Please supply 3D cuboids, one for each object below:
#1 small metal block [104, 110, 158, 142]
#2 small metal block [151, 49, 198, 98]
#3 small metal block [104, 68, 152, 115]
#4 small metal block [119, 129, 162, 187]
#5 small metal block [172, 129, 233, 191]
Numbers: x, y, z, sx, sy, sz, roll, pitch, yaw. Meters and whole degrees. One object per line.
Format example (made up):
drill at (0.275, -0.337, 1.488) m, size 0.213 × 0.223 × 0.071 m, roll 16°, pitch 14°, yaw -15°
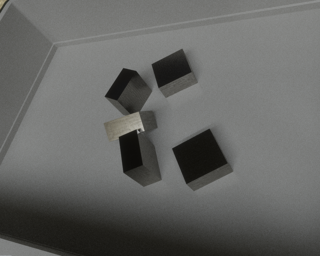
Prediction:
small metal block at (-0.037, -0.003, 0.408) m, size 0.050 × 0.050 × 0.025 m, roll -17°, pitch 89°, yaw 18°
small metal block at (0.020, -0.078, 0.443) m, size 0.050 × 0.025 × 0.050 m, roll -25°, pitch 53°, yaw 13°
small metal block at (-0.044, -0.049, 0.443) m, size 0.025 × 0.050 × 0.050 m, roll 19°, pitch 72°, yaw 35°
small metal block at (-0.024, 0.038, 0.379) m, size 0.025 × 0.050 × 0.050 m, roll -23°, pitch 53°, yaw 14°
small metal block at (0.048, 0.037, 0.358) m, size 0.050 × 0.025 × 0.050 m, roll -29°, pitch 52°, yaw 10°
